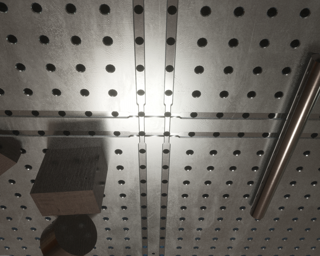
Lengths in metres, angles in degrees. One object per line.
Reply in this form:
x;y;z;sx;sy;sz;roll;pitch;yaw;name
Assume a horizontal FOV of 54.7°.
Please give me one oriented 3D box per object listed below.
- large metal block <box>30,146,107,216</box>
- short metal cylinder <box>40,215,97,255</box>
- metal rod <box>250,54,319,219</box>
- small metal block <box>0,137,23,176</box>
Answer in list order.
-0.123;0.074;0.437;0.080;0.080;0.050;-4;130;2;large metal block
-0.157;0.190;0.535;0.080;0.080;0.050;33;123;-25;short metal cylinder
0.176;0.036;0.444;0.025;0.025;0.298;2;130;-2;metal rod
-0.236;0.039;0.441;0.050;0.025;0.050;-33;123;24;small metal block
